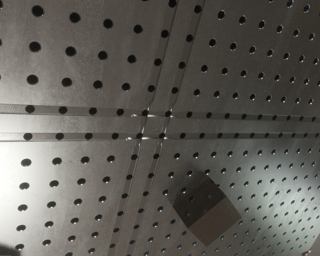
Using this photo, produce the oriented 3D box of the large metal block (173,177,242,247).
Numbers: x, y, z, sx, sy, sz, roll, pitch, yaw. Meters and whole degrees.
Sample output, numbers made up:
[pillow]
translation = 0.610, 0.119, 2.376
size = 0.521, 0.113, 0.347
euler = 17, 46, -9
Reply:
[large metal block]
translation = 0.083, 0.145, 0.533
size = 0.080, 0.050, 0.080
euler = -39, 130, -2
